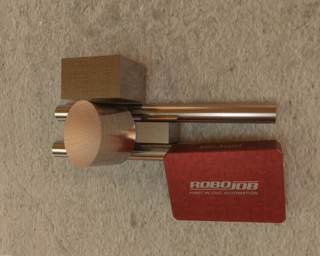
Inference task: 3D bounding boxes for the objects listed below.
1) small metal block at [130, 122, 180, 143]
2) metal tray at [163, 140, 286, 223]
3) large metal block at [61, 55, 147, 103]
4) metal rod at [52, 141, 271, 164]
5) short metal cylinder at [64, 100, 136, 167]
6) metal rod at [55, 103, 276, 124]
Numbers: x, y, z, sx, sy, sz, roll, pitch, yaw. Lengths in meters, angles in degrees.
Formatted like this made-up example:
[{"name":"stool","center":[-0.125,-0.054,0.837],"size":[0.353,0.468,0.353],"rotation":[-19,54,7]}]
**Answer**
[{"name":"small metal block","center":[-0.005,0.005,0.397],"size":[0.050,0.050,0.025],"rotation":[1,91,19]},{"name":"metal tray","center":[0.076,0.064,0.365],"size":[0.130,0.030,0.089],"rotation":[-4,106,18]},{"name":"large metal block","center":[-0.070,-0.060,0.405],"size":[0.080,0.080,0.050],"rotation":[1,91,19]},{"name":"metal rod","center":[-0.011,0.031,0.413],"size":[0.301,0.025,0.025],"rotation":[0,90,19]},{"name":"short metal cylinder","center":[-0.076,0.007,0.385],"size":[0.080,0.050,0.080],"rotation":[-2,87,43]},{"name":"metal rod","center":[-0.006,-0.020,0.412],"size":[0.301,0.025,0.025],"rotation":[1,90,19]}]
